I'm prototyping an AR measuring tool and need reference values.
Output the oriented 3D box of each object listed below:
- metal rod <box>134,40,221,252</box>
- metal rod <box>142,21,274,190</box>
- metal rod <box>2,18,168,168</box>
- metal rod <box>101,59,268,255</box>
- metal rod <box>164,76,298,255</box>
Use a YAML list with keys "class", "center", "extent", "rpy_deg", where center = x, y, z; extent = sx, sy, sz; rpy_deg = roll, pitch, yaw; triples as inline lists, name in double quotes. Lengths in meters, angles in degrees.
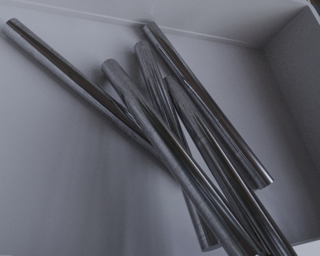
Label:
- class: "metal rod"
  center: [0.013, -0.002, 0.385]
  extent: [0.025, 0.025, 0.299]
  rpy_deg: [1, 52, -28]
- class: "metal rod"
  center: [0.066, -0.040, 0.465]
  extent: [0.025, 0.025, 0.299]
  rpy_deg: [-27, 76, -37]
- class: "metal rod"
  center: [-0.069, -0.030, 0.386]
  extent: [0.300, 0.025, 0.025]
  rpy_deg: [39, 51, -2]
- class: "metal rod"
  center: [0.000, 0.008, 0.324]
  extent: [0.025, 0.025, 0.300]
  rpy_deg: [-6, 40, -31]
- class: "metal rod"
  center: [0.054, 0.021, 0.340]
  extent: [0.025, 0.025, 0.300]
  rpy_deg: [7, 33, -24]
